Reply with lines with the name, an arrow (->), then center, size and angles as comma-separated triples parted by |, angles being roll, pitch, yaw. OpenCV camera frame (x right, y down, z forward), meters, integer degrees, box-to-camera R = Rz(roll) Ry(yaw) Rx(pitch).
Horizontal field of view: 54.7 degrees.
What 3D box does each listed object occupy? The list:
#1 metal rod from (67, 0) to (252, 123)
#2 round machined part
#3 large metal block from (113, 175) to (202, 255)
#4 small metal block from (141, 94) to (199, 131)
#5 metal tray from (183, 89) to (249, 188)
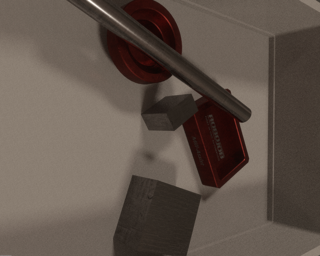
metal rod -> 0.019, -0.076, 0.369 | 0.301, 0.025, 0.025 | 28, 72, -37
round machined part -> -0.023, -0.102, 0.378 | 0.099, 0.042, 0.097 | 0, 90, -40
large metal block -> -0.001, 0.111, 0.392 | 0.080, 0.050, 0.080 | 26, 73, -37
small metal block -> 0.013, -0.020, 0.403 | 0.050, 0.050, 0.025 | -39, 114, -33
metal tray -> 0.087, 0.015, 0.479 | 0.091, 0.030, 0.129 | -31, 110, -36
